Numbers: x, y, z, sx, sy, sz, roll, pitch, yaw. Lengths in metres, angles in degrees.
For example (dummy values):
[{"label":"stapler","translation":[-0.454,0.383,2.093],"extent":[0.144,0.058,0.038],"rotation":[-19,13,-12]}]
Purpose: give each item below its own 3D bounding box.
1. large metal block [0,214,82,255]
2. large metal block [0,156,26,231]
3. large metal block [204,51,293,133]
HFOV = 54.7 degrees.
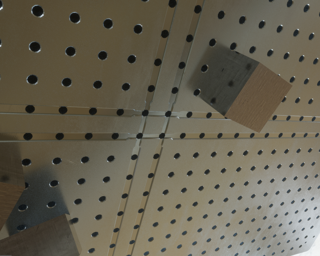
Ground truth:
[{"label":"large metal block","translation":[-0.145,0.146,0.381],"extent":[0.081,0.050,0.080],"rotation":[-20,168,-17]},{"label":"large metal block","translation":[-0.203,0.070,0.328],"extent":[0.080,0.050,0.080],"rotation":[23,106,-37]},{"label":"large metal block","translation":[0.123,-0.049,0.434],"extent":[0.080,0.050,0.080],"rotation":[21,107,-36]}]
